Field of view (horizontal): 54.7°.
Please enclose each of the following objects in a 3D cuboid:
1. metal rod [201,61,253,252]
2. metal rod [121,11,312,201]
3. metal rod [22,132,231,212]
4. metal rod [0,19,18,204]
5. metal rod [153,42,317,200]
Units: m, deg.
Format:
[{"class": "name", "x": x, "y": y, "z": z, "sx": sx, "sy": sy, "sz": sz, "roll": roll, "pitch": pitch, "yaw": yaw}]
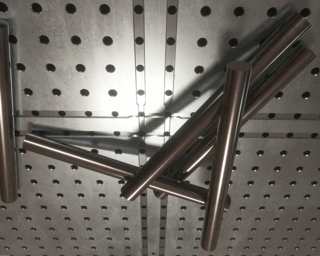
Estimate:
[{"class": "metal rod", "x": 0.078, "y": 0.060, "z": 0.395, "sx": 0.025, "sy": 0.025, "sz": 0.298, "roll": 0, "pitch": 125, "yaw": -1}, {"class": "metal rod", "x": 0.052, "y": -0.011, "z": 0.373, "sx": 0.025, "sy": 0.025, "sz": 0.299, "roll": 33, "pitch": 114, "yaw": -25}, {"class": "metal rod", "x": -0.041, "y": 0.065, "z": 0.443, "sx": 0.302, "sy": 0.025, "sz": 0.025, "roll": 19, "pitch": 128, "yaw": -8}, {"class": "metal rod", "x": -0.207, "y": 0.002, "z": 0.410, "sx": 0.025, "sy": 0.025, "sz": 0.298, "roll": 11, "pitch": 129, "yaw": -10}, {"class": "metal rod", "x": 0.081, "y": 0.009, "z": 0.420, "sx": 0.025, "sy": 0.025, "sz": 0.298, "roll": 26, "pitch": 125, "yaw": -21}]
